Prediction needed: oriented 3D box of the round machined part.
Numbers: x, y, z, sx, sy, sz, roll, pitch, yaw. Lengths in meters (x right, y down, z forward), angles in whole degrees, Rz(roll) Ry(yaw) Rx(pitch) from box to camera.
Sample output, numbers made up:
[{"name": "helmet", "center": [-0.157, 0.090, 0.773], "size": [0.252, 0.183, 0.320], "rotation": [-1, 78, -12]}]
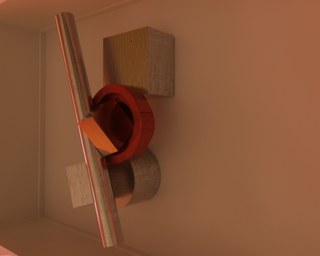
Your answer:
[{"name": "round machined part", "center": [-0.045, -0.005, 0.391], "size": [0.098, 0.042, 0.097], "rotation": [0, 90, 39]}]

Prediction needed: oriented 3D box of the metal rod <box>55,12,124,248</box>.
[{"name": "metal rod", "center": [-0.091, -0.008, 0.387], "size": [0.025, 0.025, 0.299], "rotation": [-24, 75, 37]}]

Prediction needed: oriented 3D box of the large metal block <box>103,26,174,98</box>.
[{"name": "large metal block", "center": [-0.029, -0.080, 0.409], "size": [0.080, 0.050, 0.079], "rotation": [0, 90, 39]}]

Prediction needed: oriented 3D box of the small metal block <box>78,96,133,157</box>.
[{"name": "small metal block", "center": [-0.063, -0.002, 0.375], "size": [0.025, 0.050, 0.050], "rotation": [-22, 111, 34]}]

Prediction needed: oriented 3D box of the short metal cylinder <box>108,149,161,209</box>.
[{"name": "short metal cylinder", "center": [-0.046, 0.066, 0.425], "size": [0.080, 0.050, 0.079], "rotation": [0, 90, 39]}]

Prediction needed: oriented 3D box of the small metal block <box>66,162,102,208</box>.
[{"name": "small metal block", "center": [-0.093, 0.073, 0.395], "size": [0.025, 0.050, 0.050], "rotation": [-15, 78, 5]}]
